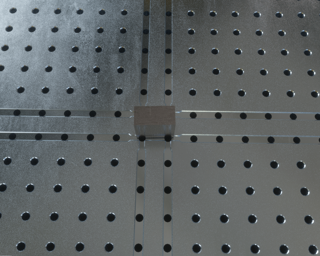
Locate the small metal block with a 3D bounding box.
[{"bbox_3d":[-0.007,-0.007,0.401,0.050,0.050,0.025,-1,70,-1],"label":"small metal block"}]
